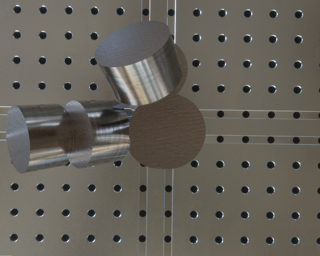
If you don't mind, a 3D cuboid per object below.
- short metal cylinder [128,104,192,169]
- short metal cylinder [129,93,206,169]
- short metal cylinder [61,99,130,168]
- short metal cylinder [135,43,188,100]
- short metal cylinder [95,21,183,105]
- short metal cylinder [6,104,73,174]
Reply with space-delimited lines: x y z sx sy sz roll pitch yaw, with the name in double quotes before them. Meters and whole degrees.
"short metal cylinder" -0.002 0.009 0.400 0.081 0.050 0.079 0 90 0
"short metal cylinder" 0.008 0.003 0.349 0.081 0.050 0.079 0 90 0
"short metal cylinder" -0.080 0.005 0.378 0.050 0.080 0.080 -7 90 -42
"short metal cylinder" -0.006 -0.071 0.400 0.081 0.050 0.079 0 90 0
"short metal cylinder" -0.021 -0.070 0.329 0.080 0.080 0.050 -24 133 0
"short metal cylinder" -0.148 0.011 0.378 0.050 0.080 0.080 -8 90 -42
